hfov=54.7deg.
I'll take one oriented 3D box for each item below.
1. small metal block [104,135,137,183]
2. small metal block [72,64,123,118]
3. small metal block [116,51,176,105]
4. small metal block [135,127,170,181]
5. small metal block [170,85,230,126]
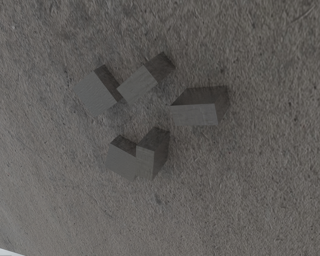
[{"bbox_3d":[-0.051,0.046,0.462,0.050,0.025,0.050,27,128,10],"label":"small metal block"},{"bbox_3d":[-0.082,-0.049,0.420,0.050,0.025,0.050,-28,103,37],"label":"small metal block"},{"bbox_3d":[-0.016,-0.058,0.363,0.050,0.050,0.025,-33,100,38],"label":"small metal block"},{"bbox_3d":[-0.009,0.034,0.417,0.025,0.050,0.050,17,125,18],"label":"small metal block"},{"bbox_3d":[0.047,-0.026,0.350,0.050,0.050,0.025,-1,118,28],"label":"small metal block"}]
